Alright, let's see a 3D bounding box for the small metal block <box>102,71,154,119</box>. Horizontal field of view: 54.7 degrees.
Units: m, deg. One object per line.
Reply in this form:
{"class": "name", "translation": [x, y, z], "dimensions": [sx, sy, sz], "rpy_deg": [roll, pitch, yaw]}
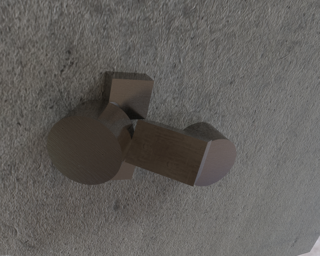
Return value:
{"class": "small metal block", "translation": [-0.039, -0.038, 0.364], "dimensions": [0.050, 0.025, 0.050], "rpy_deg": [-1, 119, -28]}

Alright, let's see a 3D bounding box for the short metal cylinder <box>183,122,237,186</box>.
{"class": "short metal cylinder", "translation": [0.063, 0.038, 0.452], "dimensions": [0.081, 0.050, 0.079], "rpy_deg": [-14, 125, -21]}

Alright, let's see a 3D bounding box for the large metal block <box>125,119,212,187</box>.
{"class": "large metal block", "translation": [0.014, 0.027, 0.374], "dimensions": [0.080, 0.080, 0.050], "rpy_deg": [1, 107, -77]}

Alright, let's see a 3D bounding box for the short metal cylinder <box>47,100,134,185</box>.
{"class": "short metal cylinder", "translation": [-0.073, 0.015, 0.339], "dimensions": [0.080, 0.050, 0.079], "rpy_deg": [4, 114, 9]}

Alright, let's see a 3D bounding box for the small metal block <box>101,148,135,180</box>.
{"class": "small metal block", "translation": [-0.059, 0.040, 0.402], "dimensions": [0.050, 0.025, 0.050], "rpy_deg": [3, 117, -30]}
